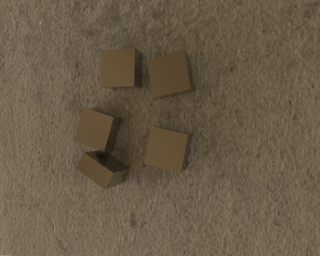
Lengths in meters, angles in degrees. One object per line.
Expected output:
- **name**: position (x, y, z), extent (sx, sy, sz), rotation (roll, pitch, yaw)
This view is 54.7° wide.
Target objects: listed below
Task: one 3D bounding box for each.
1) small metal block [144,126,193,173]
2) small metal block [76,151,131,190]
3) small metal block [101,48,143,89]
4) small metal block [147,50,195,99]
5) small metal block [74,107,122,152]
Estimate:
- **small metal block**: position (0.012, 0.027, 0.404), extent (0.050, 0.025, 0.050), rotation (13, 94, 19)
- **small metal block**: position (-0.076, 0.055, 0.421), extent (0.050, 0.050, 0.025), rotation (31, 100, 17)
- **small metal block**: position (-0.053, -0.080, 0.427), extent (0.050, 0.025, 0.050), rotation (2, 91, 19)
- **small metal block**: position (0.015, -0.068, 0.403), extent (0.050, 0.025, 0.050), rotation (-11, 87, 19)
- **small metal block**: position (-0.088, 0.002, 0.439), extent (0.050, 0.025, 0.050), rotation (18, 96, 18)
